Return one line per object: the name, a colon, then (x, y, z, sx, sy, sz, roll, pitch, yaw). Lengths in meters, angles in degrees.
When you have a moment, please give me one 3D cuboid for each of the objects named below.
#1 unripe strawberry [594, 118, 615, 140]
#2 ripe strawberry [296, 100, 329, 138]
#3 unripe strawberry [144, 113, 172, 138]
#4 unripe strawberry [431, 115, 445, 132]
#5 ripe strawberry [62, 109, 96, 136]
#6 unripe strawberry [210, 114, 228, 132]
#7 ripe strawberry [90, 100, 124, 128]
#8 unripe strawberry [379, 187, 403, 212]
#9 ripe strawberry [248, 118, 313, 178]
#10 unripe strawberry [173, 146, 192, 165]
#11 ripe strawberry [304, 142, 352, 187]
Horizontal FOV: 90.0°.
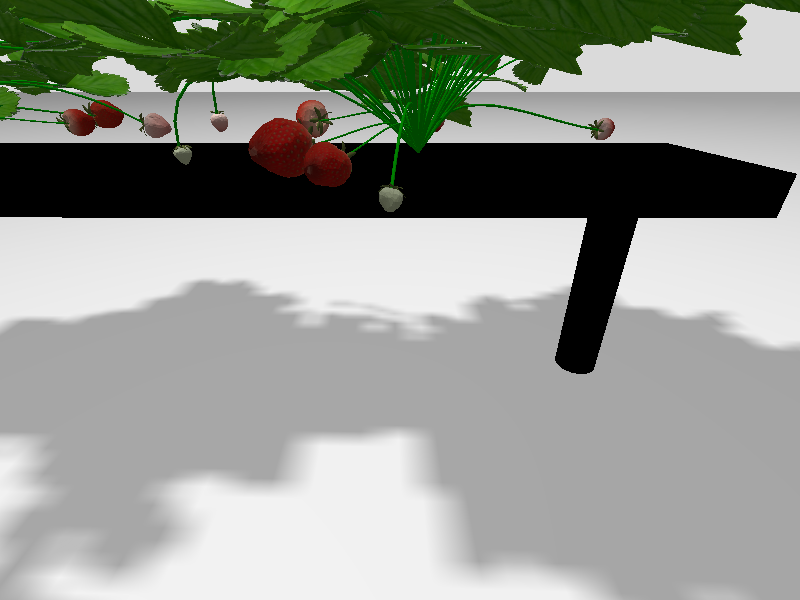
unripe strawberry: (0.200, -0.167, 0.391, 0.020, 0.021, 0.018, -10, 30, -19)
ripe strawberry: (-0.095, -0.192, 0.426, 0.035, 0.037, 0.037, -25, 37, -37)
unripe strawberry: (-0.242, -0.174, 0.400, 0.024, 0.023, 0.026, -1, 27, -26)
unripe strawberry: (0.042, -0.210, 0.474, 0.021, 0.021, 0.018, 4, 33, 8)
ripe strawberry: (-0.348, -0.194, 0.436, 0.026, 0.027, 0.028, 18, 33, 30)
unripe strawberry: (-0.212, -0.208, 0.470, 0.019, 0.020, 0.018, 19, 34, 31)
ripe strawberry: (-0.354, -0.224, 0.483, 0.036, 0.031, 0.036, 12, 31, 21)
unripe strawberry: (-0.004, -0.045, 0.182, 0.011, 0.011, 0.010, 3, -14, 6)
ripe strawberry: (-0.071, -0.088, 0.234, 0.037, 0.033, 0.034, 22, 36, 34)
unripe strawberry: (-0.149, -0.099, 0.275, 0.011, 0.012, 0.011, -10, 30, -18)
ripe strawberry: (-0.041, -0.073, 0.217, 0.027, 0.023, 0.027, 12, 32, 21)
